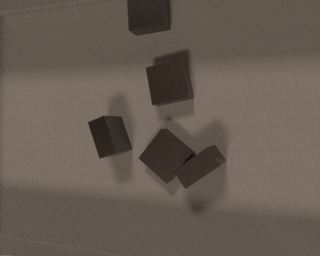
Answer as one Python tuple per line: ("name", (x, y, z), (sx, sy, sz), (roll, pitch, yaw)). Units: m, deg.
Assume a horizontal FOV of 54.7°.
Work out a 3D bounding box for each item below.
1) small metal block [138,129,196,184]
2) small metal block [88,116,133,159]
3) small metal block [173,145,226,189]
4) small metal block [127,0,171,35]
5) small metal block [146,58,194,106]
("small metal block", (0.009, 0.036, 0.407), (0.050, 0.025, 0.050), (41, 103, 15))
("small metal block", (-0.066, 0.012, 0.419), (0.025, 0.050, 0.050), (-21, 83, 18))
("small metal block", (0.050, 0.046, 0.379), (0.050, 0.050, 0.025), (-37, 79, 16))
("small metal block", (-0.015, -0.156, 0.415), (0.050, 0.025, 0.050), (-4, 89, 19))
("small metal block", (0.013, -0.059, 0.405), (0.050, 0.025, 0.050), (-11, 86, 19))
